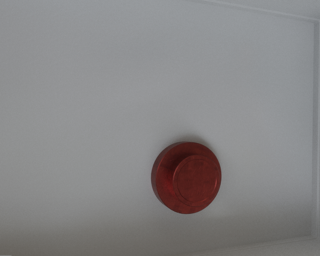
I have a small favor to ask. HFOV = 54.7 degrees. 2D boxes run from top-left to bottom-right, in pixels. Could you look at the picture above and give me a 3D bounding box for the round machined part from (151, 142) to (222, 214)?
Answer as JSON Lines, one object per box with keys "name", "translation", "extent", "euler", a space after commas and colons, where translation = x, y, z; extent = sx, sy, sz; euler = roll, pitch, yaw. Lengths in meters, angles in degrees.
{"name": "round machined part", "translation": [0.041, 0.068, 0.418], "extent": [0.099, 0.042, 0.097], "euler": [0, 90, -20]}
